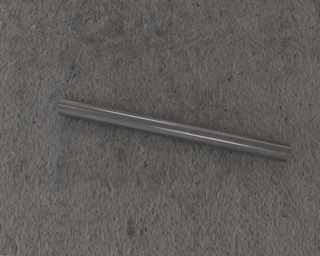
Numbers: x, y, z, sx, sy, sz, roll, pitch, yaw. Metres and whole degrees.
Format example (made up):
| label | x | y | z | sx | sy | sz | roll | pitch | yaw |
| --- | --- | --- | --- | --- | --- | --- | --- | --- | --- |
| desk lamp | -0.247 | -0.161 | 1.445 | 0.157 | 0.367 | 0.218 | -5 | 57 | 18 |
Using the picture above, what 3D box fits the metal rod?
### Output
| label | x | y | z | sx | sy | sz | roll | pitch | yaw |
| --- | --- | --- | --- | --- | --- | --- | --- | --- | --- |
| metal rod | 0.015 | 0.002 | 0.407 | 0.301 | 0.025 | 0.025 | 12 | 71 | 4 |
